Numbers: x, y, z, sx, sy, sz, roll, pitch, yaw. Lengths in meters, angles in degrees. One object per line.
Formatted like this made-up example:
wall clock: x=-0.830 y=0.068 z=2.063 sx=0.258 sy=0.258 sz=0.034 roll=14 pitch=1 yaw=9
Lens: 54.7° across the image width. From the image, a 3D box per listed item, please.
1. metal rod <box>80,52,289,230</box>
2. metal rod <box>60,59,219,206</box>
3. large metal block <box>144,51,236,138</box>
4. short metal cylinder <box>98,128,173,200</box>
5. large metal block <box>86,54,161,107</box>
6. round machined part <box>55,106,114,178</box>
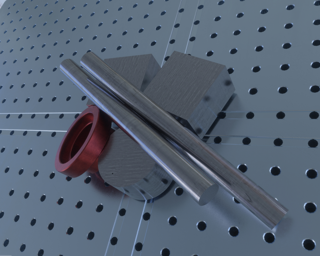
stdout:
metal rod: x=0.009 y=-0.002 z=0.352 sx=0.300 sy=0.025 sz=0.025 roll=40 pitch=85 yaw=24
metal rod: x=-0.047 y=-0.016 z=0.372 sx=0.025 sy=0.025 sz=0.300 roll=-47 pitch=52 yaw=-4
large metal block: x=0.035 y=-0.043 z=0.394 sx=0.080 sy=0.050 sz=0.080 roll=27 pitch=77 yaw=37
short metal cylinder: x=-0.027 y=0.041 z=0.375 sx=0.080 sy=0.050 sz=0.080 roll=-13 pitch=56 yaw=21
large metal block: x=-0.046 y=-0.054 z=0.441 sx=0.080 sy=0.050 sz=0.080 roll=1 pitch=62 yaw=28
round machined part: x=-0.094 y=0.022 z=0.414 sx=0.098 sy=0.042 sz=0.098 roll=-35 pitch=36 yaw=31
